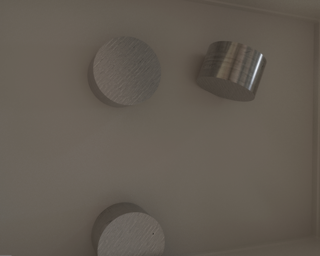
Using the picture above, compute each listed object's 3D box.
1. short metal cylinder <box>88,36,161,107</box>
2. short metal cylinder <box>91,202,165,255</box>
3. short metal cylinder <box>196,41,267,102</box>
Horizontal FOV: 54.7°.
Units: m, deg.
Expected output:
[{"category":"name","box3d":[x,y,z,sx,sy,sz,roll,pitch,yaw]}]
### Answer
[{"category":"short metal cylinder","box3d":[-0.045,-0.066,0.381,0.081,0.050,0.079,0,90,-21]},{"category":"short metal cylinder","box3d":[-0.041,0.138,0.383,0.081,0.050,0.079,0,90,-20]},{"category":"short metal cylinder","box3d":[0.096,-0.074,0.418,0.080,0.080,0.050,23,83,-19]}]
